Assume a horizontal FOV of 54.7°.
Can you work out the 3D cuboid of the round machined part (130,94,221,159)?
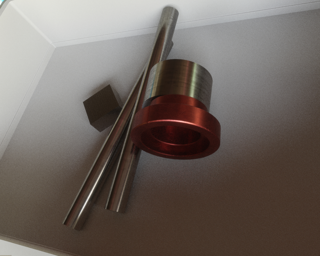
[{"bbox_3d":[0.019,-0.003,0.350,0.098,0.098,0.042,-6,59,25],"label":"round machined part"}]

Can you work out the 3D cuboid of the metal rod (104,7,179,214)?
[{"bbox_3d":[-0.019,-0.037,0.419,0.025,0.025,0.299,4,69,29],"label":"metal rod"}]

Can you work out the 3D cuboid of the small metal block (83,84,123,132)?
[{"bbox_3d":[-0.083,-0.030,0.466,0.050,0.025,0.050,-33,52,6],"label":"small metal block"}]

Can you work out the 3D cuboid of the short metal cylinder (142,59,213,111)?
[{"bbox_3d":[0.022,-0.039,0.382,0.080,0.080,0.050,-3,60,26],"label":"short metal cylinder"}]

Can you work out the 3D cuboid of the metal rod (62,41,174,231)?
[{"bbox_3d":[-0.051,-0.005,0.433,0.025,0.025,0.300,13,68,33],"label":"metal rod"}]
